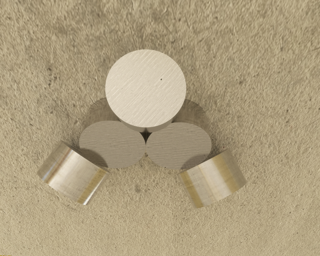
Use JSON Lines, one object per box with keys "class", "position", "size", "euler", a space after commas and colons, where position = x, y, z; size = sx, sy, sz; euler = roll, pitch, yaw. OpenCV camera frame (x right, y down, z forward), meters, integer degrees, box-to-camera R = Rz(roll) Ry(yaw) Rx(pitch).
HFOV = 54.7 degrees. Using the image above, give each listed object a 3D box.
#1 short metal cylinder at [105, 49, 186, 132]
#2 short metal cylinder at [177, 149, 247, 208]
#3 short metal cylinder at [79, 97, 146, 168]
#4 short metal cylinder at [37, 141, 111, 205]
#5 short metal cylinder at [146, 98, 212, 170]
{"class": "short metal cylinder", "position": [-0.015, -0.037, 0.333], "size": [0.081, 0.080, 0.050], "euler": [1, 173, -1]}
{"class": "short metal cylinder", "position": [0.070, 0.068, 0.423], "size": [0.080, 0.080, 0.050], "euler": [-30, 83, 23]}
{"class": "short metal cylinder", "position": [-0.058, 0.006, 0.396], "size": [0.081, 0.050, 0.079], "euler": [0, 130, 0]}
{"class": "short metal cylinder", "position": [-0.113, 0.059, 0.413], "size": [0.080, 0.080, 0.050], "euler": [39, 80, -28]}
{"class": "short metal cylinder", "position": [0.023, 0.008, 0.399], "size": [0.081, 0.050, 0.079], "euler": [0, 130, 0]}
